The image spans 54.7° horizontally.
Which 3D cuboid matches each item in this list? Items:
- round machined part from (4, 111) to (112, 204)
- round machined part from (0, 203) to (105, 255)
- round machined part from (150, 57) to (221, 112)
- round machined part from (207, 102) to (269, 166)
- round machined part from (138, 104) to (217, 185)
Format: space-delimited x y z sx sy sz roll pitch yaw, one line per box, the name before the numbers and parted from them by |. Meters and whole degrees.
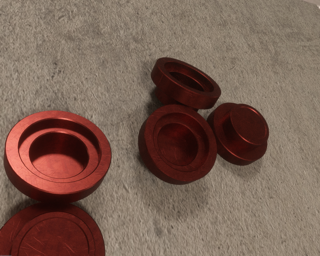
round machined part | -0.102 0.032 0.312 0.099 0.042 0.098 16 45 -16
round machined part | -0.096 0.112 0.273 0.099 0.042 0.098 14 56 -21
round machined part | 0.031 -0.055 0.430 0.099 0.042 0.098 21 30 -13
round machined part | 0.121 0.003 0.459 0.099 0.042 0.098 14 56 -21
round machined part | 0.018 0.023 0.386 0.099 0.042 0.098 11 64 -23
